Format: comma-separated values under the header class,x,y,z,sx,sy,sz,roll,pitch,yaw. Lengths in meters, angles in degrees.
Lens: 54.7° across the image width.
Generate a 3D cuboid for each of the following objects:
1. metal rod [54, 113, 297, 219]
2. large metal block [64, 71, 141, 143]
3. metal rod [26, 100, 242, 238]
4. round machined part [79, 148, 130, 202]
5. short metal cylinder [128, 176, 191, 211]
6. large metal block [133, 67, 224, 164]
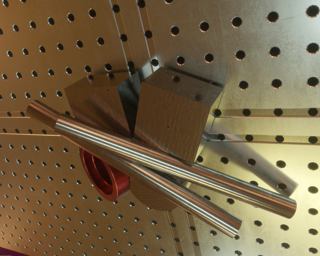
class,x,y,z,sx,sy,sz,roll,pitch,yaw
metal rod,0.021,0.047,0.376,0.302,0.025,0.025,21,128,-2
large metal block,-0.066,-0.025,0.405,0.080,0.050,0.080,1,119,27
metal rod,-0.038,0.047,0.389,0.301,0.025,0.025,30,128,8
round machined part,-0.074,0.055,0.454,0.098,0.042,0.097,33,137,37
short metal cylinder,0.002,0.068,0.430,0.080,0.050,0.079,13,124,21
large metal block,0.020,-0.016,0.368,0.080,0.050,0.079,22,127,15
